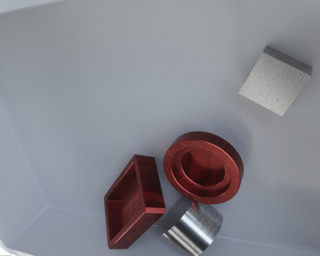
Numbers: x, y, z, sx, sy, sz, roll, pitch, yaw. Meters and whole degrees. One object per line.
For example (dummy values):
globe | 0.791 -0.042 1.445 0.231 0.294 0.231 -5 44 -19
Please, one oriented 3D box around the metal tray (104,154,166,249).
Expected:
metal tray | -0.043 0.111 0.457 0.030 0.090 0.129 11 135 -28

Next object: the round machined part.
round machined part | 0.057 0.046 0.395 0.098 0.042 0.097 13 124 20

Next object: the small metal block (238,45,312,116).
small metal block | 0.117 -0.048 0.317 0.050 0.025 0.050 30 128 8

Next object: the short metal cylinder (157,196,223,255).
short metal cylinder | 0.042 0.134 0.433 0.050 0.080 0.080 43 129 -2
